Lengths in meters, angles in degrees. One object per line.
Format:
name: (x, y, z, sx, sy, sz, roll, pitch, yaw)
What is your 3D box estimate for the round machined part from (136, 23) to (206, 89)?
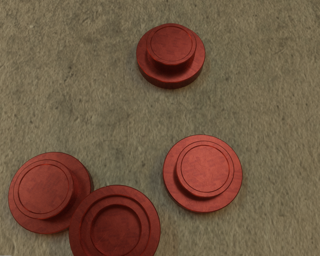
round machined part: (0.016, -0.108, 0.439, 0.099, 0.042, 0.098, 0, 70, -1)

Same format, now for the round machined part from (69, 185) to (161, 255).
round machined part: (-0.049, 0.117, 0.354, 0.099, 0.042, 0.098, 1, 72, -3)

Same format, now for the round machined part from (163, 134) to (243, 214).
round machined part: (0.053, 0.054, 0.380, 0.099, 0.042, 0.098, 0, 70, -1)

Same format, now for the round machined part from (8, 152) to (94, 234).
round machined part: (-0.132, 0.075, 0.370, 0.099, 0.042, 0.098, 0, 70, -1)
